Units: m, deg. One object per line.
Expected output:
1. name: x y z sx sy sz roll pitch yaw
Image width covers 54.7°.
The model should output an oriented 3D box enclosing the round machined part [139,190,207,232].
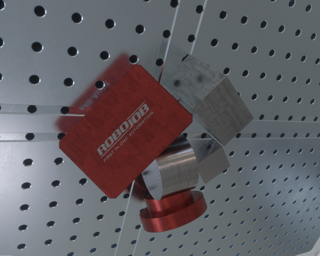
1. round machined part: 0.016 0.110 0.454 0.099 0.098 0.042 -19 91 -17

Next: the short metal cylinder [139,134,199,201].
1. short metal cylinder: 0.009 0.050 0.412 0.050 0.080 0.079 -14 124 -21

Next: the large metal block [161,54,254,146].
1. large metal block: 0.058 -0.035 0.386 0.050 0.080 0.080 -44 130 2

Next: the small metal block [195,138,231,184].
1. small metal block: 0.077 0.052 0.486 0.050 0.025 0.050 -35 129 -6

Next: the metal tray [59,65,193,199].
1. metal tray: -0.038 0.004 0.356 0.090 0.030 0.130 45 93 3
